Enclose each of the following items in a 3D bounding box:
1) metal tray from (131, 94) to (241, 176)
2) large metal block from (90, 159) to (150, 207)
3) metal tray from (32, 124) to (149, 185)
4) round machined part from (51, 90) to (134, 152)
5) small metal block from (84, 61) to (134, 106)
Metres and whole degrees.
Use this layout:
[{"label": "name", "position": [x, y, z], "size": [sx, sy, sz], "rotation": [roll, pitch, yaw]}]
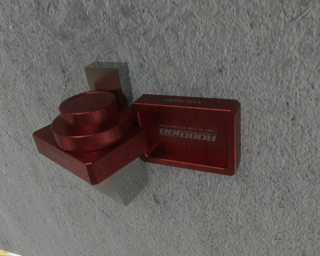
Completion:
[{"label": "metal tray", "position": [0.033, 0.007, 0.391], "size": [0.130, 0.030, 0.089], "rotation": [6, 121, 24]}, {"label": "large metal block", "position": [-0.071, 0.054, 0.437], "size": [0.080, 0.050, 0.080], "rotation": [18, 141, 39]}, {"label": "metal tray", "position": [-0.091, 0.017, 0.400], "size": [0.130, 0.091, 0.030], "rotation": [19, 128, 39]}, {"label": "round machined part", "position": [-0.085, -0.014, 0.381], "size": [0.098, 0.098, 0.042], "rotation": [6, 121, 25]}, {"label": "small metal block", "position": [-0.066, -0.059, 0.405], "size": [0.050, 0.025, 0.050], "rotation": [6, 121, 24]}]
